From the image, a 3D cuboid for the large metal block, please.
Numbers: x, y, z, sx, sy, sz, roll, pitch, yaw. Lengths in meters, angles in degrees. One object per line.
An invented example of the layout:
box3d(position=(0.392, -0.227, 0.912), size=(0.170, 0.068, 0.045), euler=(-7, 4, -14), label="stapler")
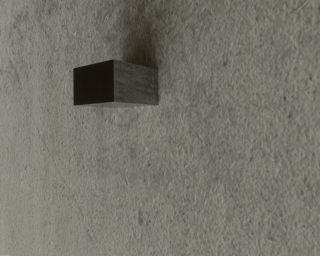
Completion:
box3d(position=(-0.059, -0.055, 0.419), size=(0.080, 0.081, 0.050), euler=(-1, 90, 40), label="large metal block")
